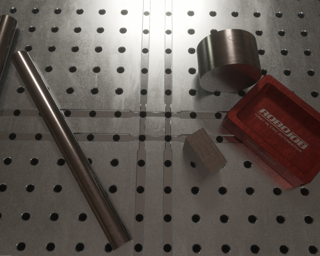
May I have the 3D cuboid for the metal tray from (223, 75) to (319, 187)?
[{"bbox_3d":[0.162,0.002,0.410,0.130,0.030,0.090,43,75,13],"label":"metal tray"}]

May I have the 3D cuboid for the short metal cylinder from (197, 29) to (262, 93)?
[{"bbox_3d":[0.091,-0.087,0.416,0.081,0.080,0.050,-2,70,-1],"label":"short metal cylinder"}]

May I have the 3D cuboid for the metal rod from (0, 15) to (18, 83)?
[{"bbox_3d":[-0.241,-0.023,0.416,0.025,0.025,0.299,5,70,1],"label":"metal rod"}]

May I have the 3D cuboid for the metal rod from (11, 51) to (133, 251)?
[{"bbox_3d":[-0.122,0.017,0.403,0.025,0.025,0.299,-30,73,-11],"label":"metal rod"}]

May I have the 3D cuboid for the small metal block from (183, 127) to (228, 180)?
[{"bbox_3d":[0.054,0.034,0.387,0.025,0.050,0.050,-30,73,-11],"label":"small metal block"}]
